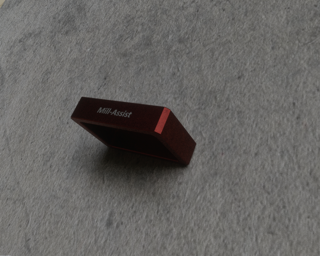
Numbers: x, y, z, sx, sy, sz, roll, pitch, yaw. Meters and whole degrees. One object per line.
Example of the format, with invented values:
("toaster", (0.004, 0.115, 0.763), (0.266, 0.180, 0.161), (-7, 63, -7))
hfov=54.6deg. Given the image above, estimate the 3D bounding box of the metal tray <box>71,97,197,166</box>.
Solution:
("metal tray", (-0.032, 0.004, 0.377), (0.130, 0.090, 0.030), (9, 67, 32))
